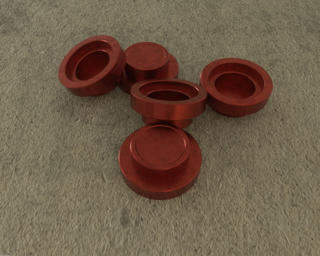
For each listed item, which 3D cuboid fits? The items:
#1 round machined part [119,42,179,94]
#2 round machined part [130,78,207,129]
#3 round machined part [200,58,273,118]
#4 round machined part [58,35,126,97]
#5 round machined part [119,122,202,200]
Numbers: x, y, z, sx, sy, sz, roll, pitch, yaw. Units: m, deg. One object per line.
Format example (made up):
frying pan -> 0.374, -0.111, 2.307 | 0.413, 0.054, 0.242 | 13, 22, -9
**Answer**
round machined part -> -0.021, -0.095, 0.472 | 0.099, 0.042, 0.098 | 0, 50, 0
round machined part -> 0.011, -0.030, 0.406 | 0.099, 0.042, 0.098 | 2, 27, -1
round machined part -> 0.105, -0.053, 0.439 | 0.099, 0.042, 0.098 | 0, 50, 0
round machined part -> -0.093, -0.085, 0.450 | 0.098, 0.042, 0.098 | -11, 56, 17
round machined part -> 0.001, 0.031, 0.367 | 0.099, 0.042, 0.098 | 0, 50, 0
